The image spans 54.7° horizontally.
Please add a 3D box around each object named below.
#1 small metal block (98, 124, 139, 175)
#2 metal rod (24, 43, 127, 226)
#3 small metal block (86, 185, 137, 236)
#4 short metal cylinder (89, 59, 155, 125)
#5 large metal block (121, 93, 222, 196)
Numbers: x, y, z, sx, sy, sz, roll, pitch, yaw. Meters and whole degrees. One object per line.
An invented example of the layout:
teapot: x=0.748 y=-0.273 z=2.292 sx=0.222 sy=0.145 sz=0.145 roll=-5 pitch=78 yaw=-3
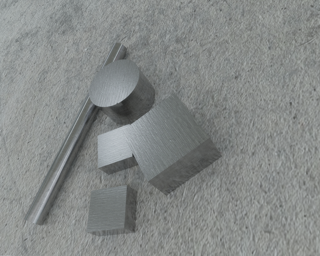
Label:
small metal block: x=-0.054 y=0.029 z=0.413 sx=0.050 sy=0.025 sz=0.050 roll=-20 pitch=54 yaw=16
metal rod: x=-0.118 y=-0.004 z=0.466 sx=0.025 sy=0.025 sz=0.300 roll=8 pitch=65 yaw=31
small metal block: x=-0.057 y=0.100 z=0.371 sx=0.050 sy=0.025 sz=0.050 roll=-13 pitch=56 yaw=20
short metal cylinder: x=-0.054 y=-0.051 z=0.446 sx=0.080 sy=0.050 sz=0.080 roll=-13 pitch=56 yaw=20
large metal block: x=0.013 y=0.019 z=0.369 sx=0.080 sy=0.050 sz=0.080 roll=-36 pitch=52 yaw=4
